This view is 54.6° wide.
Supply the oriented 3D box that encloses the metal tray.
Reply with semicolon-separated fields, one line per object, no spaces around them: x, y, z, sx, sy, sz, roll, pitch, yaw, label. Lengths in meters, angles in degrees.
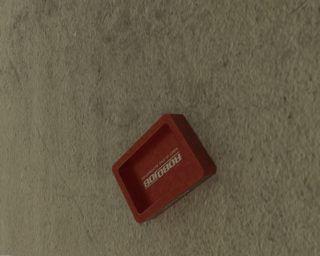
-0.001;0.053;0.403;0.129;0.030;0.090;-44;63;31;metal tray
